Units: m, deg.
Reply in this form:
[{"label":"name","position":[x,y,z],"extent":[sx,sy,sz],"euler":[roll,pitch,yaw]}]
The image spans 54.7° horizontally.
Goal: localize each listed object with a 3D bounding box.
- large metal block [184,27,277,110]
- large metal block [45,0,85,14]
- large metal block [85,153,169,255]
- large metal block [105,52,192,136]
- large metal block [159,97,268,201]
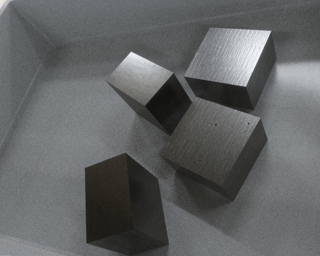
[{"label":"large metal block","position":[0.090,-0.076,0.389],"extent":[0.080,0.050,0.080],"euler":[16,70,34]},{"label":"large metal block","position":[-0.211,-0.315,0.693],"extent":[0.080,0.050,0.080],"euler":[-20,54,16]},{"label":"large metal block","position":[-0.035,0.085,0.336],"extent":[0.050,0.080,0.080],"euler":[-22,54,15]},{"label":"large metal block","position":[-0.010,-0.042,0.401],"extent":[0.080,0.080,0.050],"euler":[34,81,38]},{"label":"large metal block","position":[0.060,0.021,0.344],"extent":[0.080,0.050,0.080],"euler":[24,74,36]}]
